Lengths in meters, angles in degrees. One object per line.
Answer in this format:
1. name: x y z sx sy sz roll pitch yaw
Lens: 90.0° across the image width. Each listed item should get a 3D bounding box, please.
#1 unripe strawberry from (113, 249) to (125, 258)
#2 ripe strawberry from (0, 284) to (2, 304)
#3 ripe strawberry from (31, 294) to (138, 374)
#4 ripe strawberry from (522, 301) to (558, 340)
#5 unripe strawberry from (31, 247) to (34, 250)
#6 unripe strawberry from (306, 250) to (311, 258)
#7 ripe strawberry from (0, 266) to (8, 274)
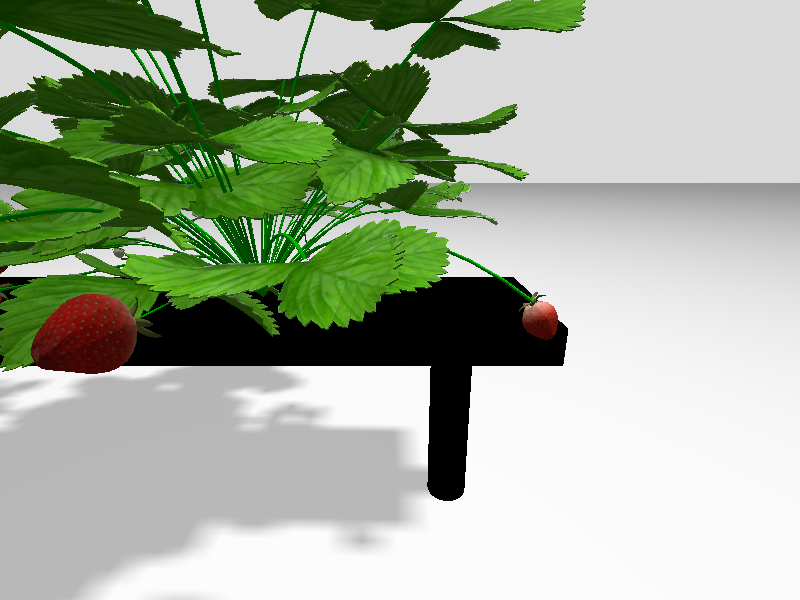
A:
1. unripe strawberry: -0.329 -0.055 0.469 0.011 0.011 0.011 10 21 27
2. ripe strawberry: -0.337 -0.007 0.311 0.039 0.040 0.035 -5 19 -13
3. ripe strawberry: -0.175 0.021 0.222 0.045 0.047 0.049 6 20 18
4. ripe strawberry: 0.097 0.014 0.275 0.024 0.028 0.028 -27 5 28
5. unripe strawberry: -0.510 -0.073 0.551 0.019 0.017 0.017 6 6 17
6. unripe strawberry: -0.117 -0.058 0.505 0.010 0.011 0.011 1 18 3
7. ripe strawberry: -0.425 -0.037 0.405 0.042 0.036 0.042 -5 19 -17
